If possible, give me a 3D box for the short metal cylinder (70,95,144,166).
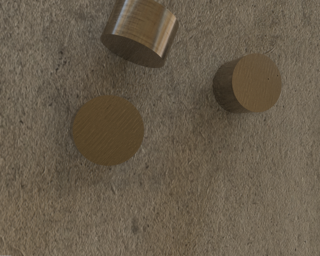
[{"bbox_3d":[-0.065,0.003,0.372,0.081,0.050,0.080,0,90,-20],"label":"short metal cylinder"}]

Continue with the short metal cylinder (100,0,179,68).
[{"bbox_3d":[-0.024,-0.113,0.371,0.080,0.080,0.050,23,83,-19],"label":"short metal cylinder"}]

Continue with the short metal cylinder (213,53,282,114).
[{"bbox_3d":[0.123,-0.061,0.441,0.081,0.050,0.080,0,90,-20],"label":"short metal cylinder"}]
